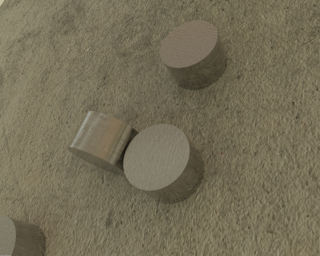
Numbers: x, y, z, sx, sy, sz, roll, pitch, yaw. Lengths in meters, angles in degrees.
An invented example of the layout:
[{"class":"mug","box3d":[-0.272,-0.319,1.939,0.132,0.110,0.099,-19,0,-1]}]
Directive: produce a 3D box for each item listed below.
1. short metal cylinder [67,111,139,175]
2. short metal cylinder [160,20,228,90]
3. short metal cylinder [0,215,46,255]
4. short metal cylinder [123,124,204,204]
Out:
[{"class":"short metal cylinder","box3d":[-0.068,0.021,0.392,0.080,0.080,0.050,12,68,33]},{"class":"short metal cylinder","box3d":[0.047,-0.099,0.424,0.080,0.050,0.080,-13,56,21]},{"class":"short metal cylinder","box3d":[-0.195,0.157,0.394,0.080,0.050,0.080,-13,56,21]},{"class":"short metal cylinder","box3d":[0.005,0.042,0.360,0.080,0.050,0.080,-13,56,21]}]
